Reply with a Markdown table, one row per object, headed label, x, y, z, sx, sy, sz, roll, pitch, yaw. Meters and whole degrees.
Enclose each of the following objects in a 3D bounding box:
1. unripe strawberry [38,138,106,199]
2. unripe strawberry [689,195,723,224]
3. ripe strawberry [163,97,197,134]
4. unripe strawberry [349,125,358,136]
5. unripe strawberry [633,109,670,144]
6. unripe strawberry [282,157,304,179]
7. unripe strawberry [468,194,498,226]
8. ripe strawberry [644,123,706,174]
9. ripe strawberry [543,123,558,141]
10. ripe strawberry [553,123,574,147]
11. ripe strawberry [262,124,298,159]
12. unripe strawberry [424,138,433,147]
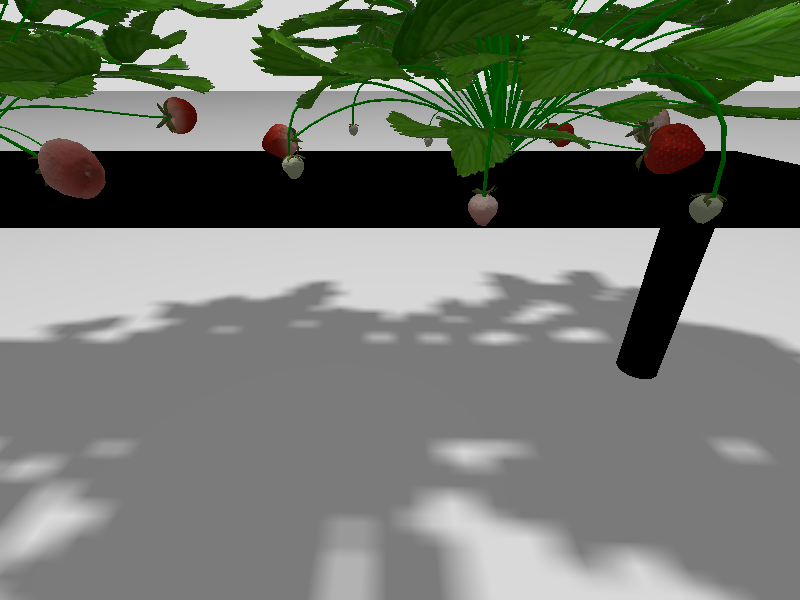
| label | x | y | z | sx | sy | sz | roll | pitch | yaw |
| --- | --- | --- | --- | --- | --- | --- | --- | --- | --- |
| unripe strawberry | -0.181 | -0.072 | 0.223 | 0.031 | 0.032 | 0.029 | 18 | 34 | 28 |
| unripe strawberry | 0.139 | -0.041 | 0.182 | 0.012 | 0.012 | 0.012 | -9 | 30 | -15 |
| ripe strawberry | -0.270 | -0.228 | 0.496 | 0.036 | 0.041 | 0.040 | 13 | 31 | 22 |
| unripe strawberry | -0.051 | -0.185 | 0.435 | 0.010 | 0.011 | 0.011 | 23 | 36 | 35 |
| unripe strawberry | 0.263 | -0.181 | 0.416 | 0.035 | 0.036 | 0.032 | -15 | 32 | -26 |
| unripe strawberry | -0.074 | -0.092 | 0.280 | 0.015 | 0.015 | 0.014 | -10 | 31 | -18 |
| unripe strawberry | 0.039 | -0.042 | 0.190 | 0.014 | 0.015 | 0.015 | 8 | 30 | 14 |
| ripe strawberry | 0.192 | -0.105 | 0.279 | 0.035 | 0.034 | 0.038 | 14 | 32 | 23 |
| ripe strawberry | 0.167 | -0.185 | 0.441 | 0.021 | 0.019 | 0.019 | 17 | 12 | 28 |
| ripe strawberry | 0.165 | -0.165 | 0.401 | 0.020 | 0.023 | 0.022 | 25 | 37 | 38 |
| ripe strawberry | -0.105 | -0.137 | 0.347 | 0.030 | 0.029 | 0.027 | -5 | 28 | 10 |
| unripe strawberry | 0.029 | -0.161 | 0.407 | 0.009 | 0.010 | 0.010 | -18 | 34 | -29 |
